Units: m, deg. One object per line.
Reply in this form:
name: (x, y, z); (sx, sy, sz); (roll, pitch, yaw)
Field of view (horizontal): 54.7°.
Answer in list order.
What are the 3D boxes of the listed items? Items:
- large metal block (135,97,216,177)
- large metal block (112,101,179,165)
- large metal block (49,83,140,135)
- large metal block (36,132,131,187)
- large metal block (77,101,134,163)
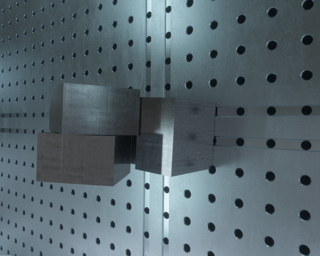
large metal block: (0.020, 0.008, 0.355); (0.050, 0.081, 0.079); (5, 93, 39)
large metal block: (-0.022, 0.004, 0.406); (0.080, 0.050, 0.079); (4, 92, 39)
large metal block: (-0.077, -0.020, 0.351); (0.080, 0.081, 0.050); (6, 93, 62)
large metal block: (-0.081, 0.030, 0.351); (0.080, 0.080, 0.050); (3, 92, 6)
large metal block: (-0.082, 0.004, 0.439); (0.050, 0.081, 0.079); (3, 92, 40)
